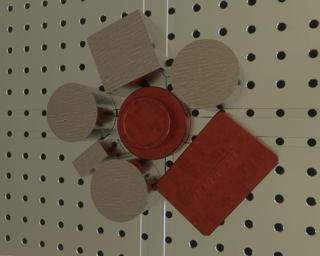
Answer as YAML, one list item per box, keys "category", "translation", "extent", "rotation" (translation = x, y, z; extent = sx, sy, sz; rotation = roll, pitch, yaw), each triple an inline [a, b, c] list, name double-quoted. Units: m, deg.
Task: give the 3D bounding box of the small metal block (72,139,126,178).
- category: "small metal block"
  translation: [-0.084, 0.040, 0.428]
  extent: [0.050, 0.050, 0.025]
  rotation: [-39, 78, 16]

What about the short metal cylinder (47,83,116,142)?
- category: "short metal cylinder"
  translation: [-0.110, -0.021, 0.437]
  extent: [0.080, 0.050, 0.080]
  rotation: [0, 90, 20]

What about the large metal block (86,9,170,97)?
- category: "large metal block"
  translation: [-0.039, -0.096, 0.413]
  extent: [0.080, 0.050, 0.080]
  rotation: [-23, 83, 18]

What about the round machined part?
- category: "round machined part"
  translation: [-0.013, -0.006, 0.407]
  extent: [0.098, 0.042, 0.097]
  rotation: [0, 90, 20]

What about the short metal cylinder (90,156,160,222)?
- category: "short metal cylinder"
  translation: [-0.044, 0.079, 0.414]
  extent: [0.080, 0.050, 0.080]
  rotation: [0, 90, 20]

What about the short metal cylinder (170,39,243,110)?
- category: "short metal cylinder"
  translation: [0.059, -0.062, 0.378]
  extent: [0.080, 0.050, 0.080]
  rotation: [0, 90, 20]

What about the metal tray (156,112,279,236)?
- category: "metal tray"
  translation: [0.069, 0.055, 0.384]
  extent: [0.090, 0.030, 0.130]
  rotation: [42, 103, 15]
